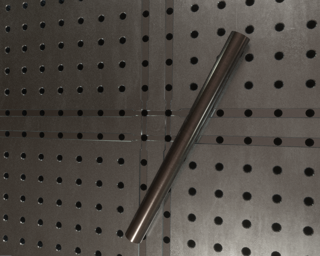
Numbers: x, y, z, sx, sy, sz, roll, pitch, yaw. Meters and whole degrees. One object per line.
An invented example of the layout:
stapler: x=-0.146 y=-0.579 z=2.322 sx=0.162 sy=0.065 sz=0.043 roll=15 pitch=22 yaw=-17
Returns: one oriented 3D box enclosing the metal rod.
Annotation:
metal rod: x=0.031 y=0.019 z=0.400 sx=0.025 sy=0.025 sz=0.298 roll=30 pitch=99 yaw=17
